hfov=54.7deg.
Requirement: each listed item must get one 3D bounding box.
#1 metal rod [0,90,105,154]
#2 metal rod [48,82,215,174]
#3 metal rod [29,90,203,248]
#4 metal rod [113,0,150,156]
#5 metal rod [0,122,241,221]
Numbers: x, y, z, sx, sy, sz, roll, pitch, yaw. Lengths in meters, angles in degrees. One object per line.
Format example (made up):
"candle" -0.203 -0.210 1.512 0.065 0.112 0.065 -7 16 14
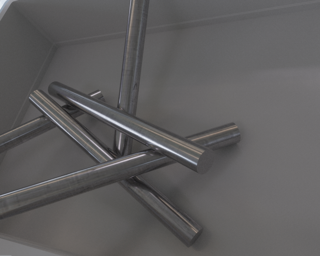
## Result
"metal rod" -0.216 0.019 0.436 0.302 0.025 0.025 -29 48 -20
"metal rod" -0.060 -0.015 0.382 0.300 0.025 0.025 24 75 42
"metal rod" -0.072 0.034 0.385 0.300 0.025 0.025 36 82 27
"metal rod" -0.035 -0.095 0.401 0.025 0.025 0.298 7 91 31
"metal rod" -0.055 0.048 0.330 0.302 0.025 0.025 -17 51 -11
